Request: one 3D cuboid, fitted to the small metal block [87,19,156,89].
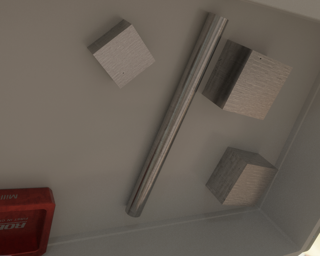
[{"bbox_3d":[-0.041,-0.080,0.338,0.050,0.025,0.050,-39,130,-2],"label":"small metal block"}]

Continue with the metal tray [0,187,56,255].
[{"bbox_3d":[-0.201,0.118,0.369,0.131,0.030,0.089,4,117,-31],"label":"metal tray"}]

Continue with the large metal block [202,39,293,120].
[{"bbox_3d":[0.117,-0.063,0.419,0.081,0.050,0.079,11,113,-33],"label":"large metal block"}]

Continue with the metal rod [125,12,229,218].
[{"bbox_3d":[0.015,-0.003,0.416,0.025,0.025,0.298,10,113,-33],"label":"metal rod"}]

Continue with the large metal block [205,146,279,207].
[{"bbox_3d":[0.137,0.084,0.522,0.081,0.050,0.080,14,111,-34],"label":"large metal block"}]
